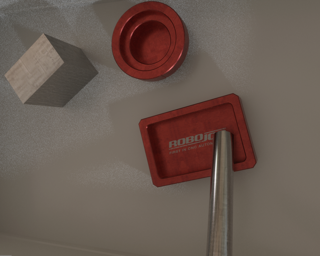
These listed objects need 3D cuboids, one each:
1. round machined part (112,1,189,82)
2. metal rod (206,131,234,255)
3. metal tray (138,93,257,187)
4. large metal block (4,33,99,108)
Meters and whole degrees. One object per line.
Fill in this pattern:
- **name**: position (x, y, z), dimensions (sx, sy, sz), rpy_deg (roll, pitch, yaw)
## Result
- **round machined part**: position (-0.009, -0.109, 0.404), dimensions (0.098, 0.042, 0.097), rpy_deg (0, 90, 19)
- **metal rod**: position (0.055, 0.136, 0.292), dimensions (0.025, 0.025, 0.300), rpy_deg (-3, 57, 19)
- **metal tray**: position (0.046, 0.017, 0.390), dimensions (0.130, 0.030, 0.090), rpy_deg (-15, 85, 19)
- **large metal block**: position (-0.148, -0.075, 0.432), dimensions (0.080, 0.080, 0.050), rpy_deg (-40, 78, 15)
